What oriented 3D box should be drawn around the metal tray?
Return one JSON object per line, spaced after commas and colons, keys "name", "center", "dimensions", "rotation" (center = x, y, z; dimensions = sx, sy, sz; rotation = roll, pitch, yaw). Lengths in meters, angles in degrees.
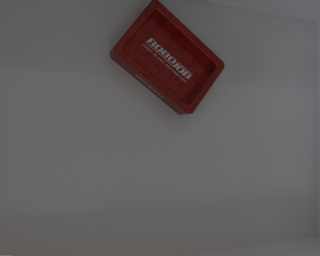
{"name": "metal tray", "center": [0.012, -0.090, 0.411], "dimensions": [0.130, 0.030, 0.090], "rotation": [39, 78, -16]}
